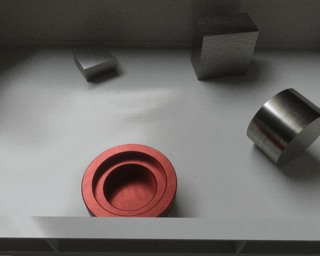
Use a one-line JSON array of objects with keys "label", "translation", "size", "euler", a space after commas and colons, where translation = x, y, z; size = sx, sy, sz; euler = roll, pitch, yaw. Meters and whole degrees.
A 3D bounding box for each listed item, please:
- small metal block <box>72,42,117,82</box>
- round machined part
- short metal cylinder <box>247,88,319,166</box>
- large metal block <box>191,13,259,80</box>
[{"label": "small metal block", "translation": [-0.104, -0.106, 0.493], "size": [0.050, 0.025, 0.050], "euler": [-24, 54, -20]}, {"label": "round machined part", "translation": [-0.031, 0.068, 0.336], "size": [0.099, 0.042, 0.098], "euler": [0, 50, 0]}, {"label": "short metal cylinder", "translation": [0.153, -0.001, 0.372], "size": [0.081, 0.080, 0.050], "euler": [-26, 55, -21]}, {"label": "large metal block", "translation": [0.095, -0.124, 0.475], "size": [0.081, 0.080, 0.050], "euler": [-7, 51, -6]}]
